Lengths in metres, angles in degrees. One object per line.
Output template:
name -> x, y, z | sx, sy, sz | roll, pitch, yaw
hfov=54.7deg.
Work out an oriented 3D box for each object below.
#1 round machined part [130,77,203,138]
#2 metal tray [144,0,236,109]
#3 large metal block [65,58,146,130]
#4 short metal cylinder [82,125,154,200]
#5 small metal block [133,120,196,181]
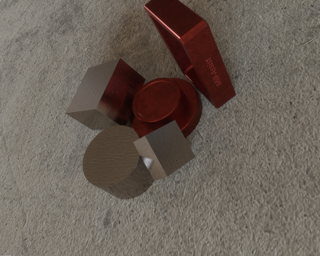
round machined part -> 0.003, -0.028, 0.410 | 0.098, 0.042, 0.098 | -13, 56, 20
metal tray -> 0.039, -0.089, 0.370 | 0.030, 0.130, 0.090 | -38, 51, 3
large metal block -> -0.077, -0.045, 0.440 | 0.080, 0.050, 0.080 | -3, 59, 46
short metal cylinder -> -0.048, 0.043, 0.387 | 0.080, 0.050, 0.080 | -13, 56, 20
small metal block -> 0.006, 0.025, 0.356 | 0.025, 0.050, 0.050 | -29, 89, 49
